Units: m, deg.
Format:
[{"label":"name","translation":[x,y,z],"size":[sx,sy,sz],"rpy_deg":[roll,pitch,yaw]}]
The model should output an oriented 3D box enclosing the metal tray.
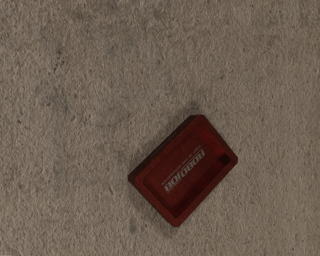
[{"label":"metal tray","translation":[0.034,0.055,0.419],"size":[0.130,0.030,0.090],"rpy_deg":[-44,104,-15]}]
